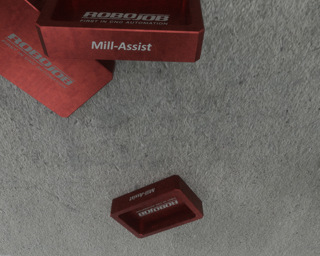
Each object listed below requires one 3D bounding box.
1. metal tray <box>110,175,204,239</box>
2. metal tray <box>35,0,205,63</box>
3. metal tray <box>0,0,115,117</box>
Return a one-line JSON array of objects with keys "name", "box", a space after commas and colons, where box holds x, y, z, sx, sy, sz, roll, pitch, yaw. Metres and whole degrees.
[{"name": "metal tray", "box": [-0.005, 0.135, 0.518, 0.130, 0.030, 0.090, -25, 126, 19]}, {"name": "metal tray", "box": [-0.031, -0.100, 0.276, 0.131, 0.090, 0.030, 1, 140, -2]}, {"name": "metal tray", "box": [-0.126, -0.078, 0.336, 0.090, 0.030, 0.130, -35, 122, 26]}]
